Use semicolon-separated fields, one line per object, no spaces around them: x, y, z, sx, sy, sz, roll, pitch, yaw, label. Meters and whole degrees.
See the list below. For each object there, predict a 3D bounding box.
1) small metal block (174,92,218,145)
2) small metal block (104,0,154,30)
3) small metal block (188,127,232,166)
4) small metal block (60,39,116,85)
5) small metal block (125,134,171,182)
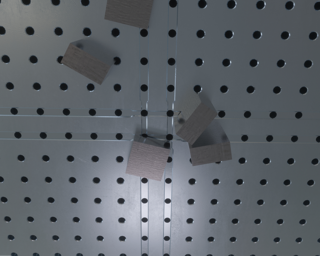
0.044;-0.013;0.395;0.025;0.050;0.050;34;106;-12;small metal block
-0.033;-0.146;0.359;0.050;0.025;0.050;12;110;-5;small metal block
0.064;0.024;0.409;0.050;0.050;0.025;-10;110;4;small metal block
-0.083;-0.080;0.370;0.050;0.050;0.025;29;108;-10;small metal block
-0.017;0.041;0.428;0.050;0.025;0.050;14;110;-5;small metal block
